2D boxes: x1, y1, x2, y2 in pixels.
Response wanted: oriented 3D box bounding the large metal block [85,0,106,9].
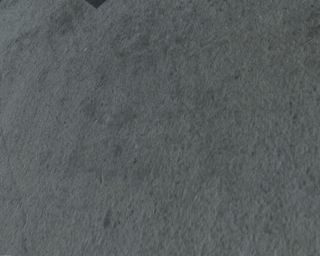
[{"bbox_3d":[-0.133,-0.305,0.642,0.080,0.050,0.080,-43,51,-2],"label":"large metal block"}]
